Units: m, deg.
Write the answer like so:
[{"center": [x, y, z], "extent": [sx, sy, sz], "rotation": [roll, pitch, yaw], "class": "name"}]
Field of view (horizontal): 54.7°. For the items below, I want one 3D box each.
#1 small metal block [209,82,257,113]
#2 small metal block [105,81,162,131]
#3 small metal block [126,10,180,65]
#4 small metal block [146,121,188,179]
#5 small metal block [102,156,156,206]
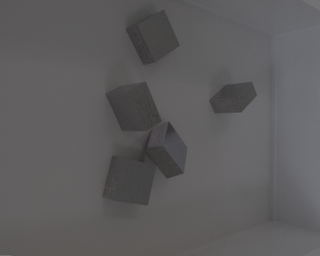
[{"center": [0.115, -0.047, 0.486], "extent": [0.050, 0.050, 0.025], "rotation": [-41, 115, -32], "class": "small metal block"}, {"center": [-0.031, -0.024, 0.364], "extent": [0.025, 0.050, 0.050], "rotation": [-35, 112, -35], "class": "small metal block"}, {"center": [-0.008, -0.116, 0.399], "extent": [0.050, 0.025, 0.050], "rotation": [-41, 115, -32], "class": "small metal block"}, {"center": [0.010, 0.028, 0.401], "extent": [0.050, 0.025, 0.050], "rotation": [54, 29, -26], "class": "small metal block"}, {"center": [-0.036, 0.064, 0.376], "extent": [0.050, 0.025, 0.050], "rotation": [20, 78, -38], "class": "small metal block"}]
